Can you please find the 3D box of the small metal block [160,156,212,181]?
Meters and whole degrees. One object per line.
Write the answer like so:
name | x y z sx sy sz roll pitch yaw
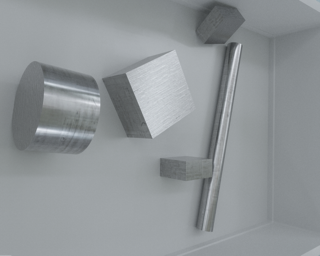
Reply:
small metal block | 0.036 0.054 0.423 0.050 0.050 0.025 0 90 -40

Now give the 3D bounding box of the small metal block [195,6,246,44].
small metal block | 0.090 -0.153 0.465 0.050 0.050 0.025 -13 67 -40

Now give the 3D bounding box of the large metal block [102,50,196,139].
large metal block | -0.011 -0.042 0.383 0.081 0.050 0.080 -34 111 -35

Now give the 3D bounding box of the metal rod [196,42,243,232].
metal rod | 0.096 0.008 0.489 0.025 0.025 0.299 19 78 -39

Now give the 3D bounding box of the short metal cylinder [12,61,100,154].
short metal cylinder | -0.099 -0.017 0.289 0.050 0.080 0.080 10 84 -40
